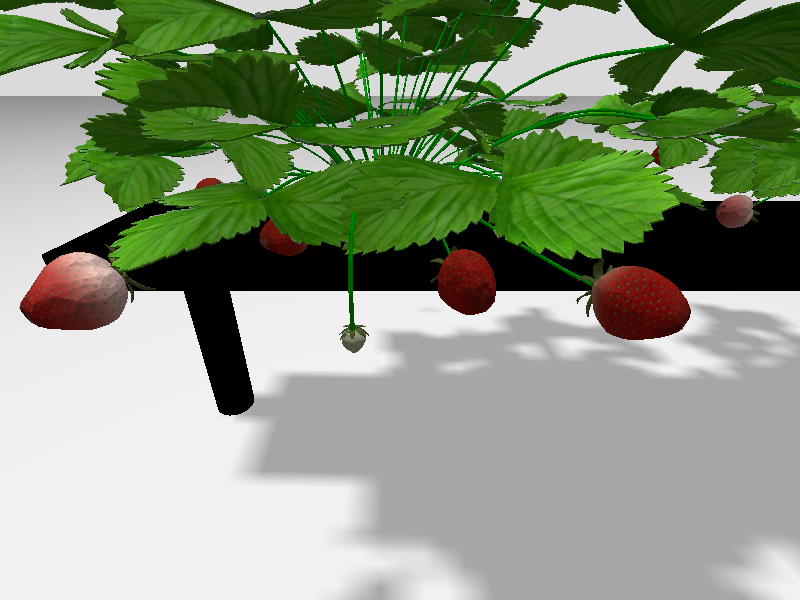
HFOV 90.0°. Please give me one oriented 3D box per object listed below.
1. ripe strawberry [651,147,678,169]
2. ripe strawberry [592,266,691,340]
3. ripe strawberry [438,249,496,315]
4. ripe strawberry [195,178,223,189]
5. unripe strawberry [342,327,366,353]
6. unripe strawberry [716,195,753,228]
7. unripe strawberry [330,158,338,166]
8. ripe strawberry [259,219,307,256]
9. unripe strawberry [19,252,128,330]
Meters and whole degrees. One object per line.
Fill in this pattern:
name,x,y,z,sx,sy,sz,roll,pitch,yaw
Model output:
ripe strawberry,0.376,-0.204,0.561,0.044,0.039,0.040,-7,17,-12
ripe strawberry,0.113,0.002,0.189,0.040,0.034,0.040,-18,34,-30
ripe strawberry,0.035,-0.008,0.207,0.031,0.035,0.033,-8,31,-15
ripe strawberry,-0.178,-0.096,0.375,0.034,0.034,0.032,-13,25,16
unripe strawberry,-0.021,0.019,0.185,0.011,0.012,0.012,1,29,2
unripe strawberry,0.280,-0.075,0.337,0.026,0.027,0.024,-5,29,-5
unripe strawberry,-0.093,-0.196,0.566,0.013,0.012,0.012,-9,30,-16
ripe strawberry,-0.082,-0.044,0.278,0.033,0.030,0.030,21,35,33
unripe strawberry,-0.159,-0.003,0.196,0.041,0.036,0.041,21,44,34
